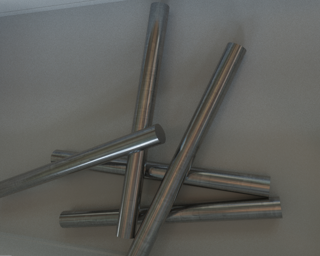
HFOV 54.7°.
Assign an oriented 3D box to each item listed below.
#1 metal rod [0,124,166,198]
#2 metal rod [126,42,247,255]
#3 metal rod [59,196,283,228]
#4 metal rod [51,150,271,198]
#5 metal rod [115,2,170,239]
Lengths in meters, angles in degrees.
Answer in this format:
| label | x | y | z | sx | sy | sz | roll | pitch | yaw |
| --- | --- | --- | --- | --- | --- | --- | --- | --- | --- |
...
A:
| label | x | y | z | sx | sy | sz | roll | pitch | yaw |
| --- | --- | --- | --- | --- | --- | --- | --- | --- | --- |
| metal rod | -0.129 | 0.053 | 0.426 | 0.300 | 0.025 | 0.025 | -20 | 84 | 24 |
| metal rod | 0.029 | 0.037 | 0.377 | 0.025 | 0.025 | 0.299 | 26 | 90 | 18 |
| metal rod | 0.000 | 0.113 | 0.408 | 0.301 | 0.025 | 0.025 | -9 | 87 | 19 |
| metal rod | -0.013 | 0.057 | 0.412 | 0.301 | 0.025 | 0.025 | 5 | 92 | 19 |
| metal rod | -0.021 | -0.013 | 0.397 | 0.025 | 0.025 | 0.298 | 7 | 86 | 19 |
